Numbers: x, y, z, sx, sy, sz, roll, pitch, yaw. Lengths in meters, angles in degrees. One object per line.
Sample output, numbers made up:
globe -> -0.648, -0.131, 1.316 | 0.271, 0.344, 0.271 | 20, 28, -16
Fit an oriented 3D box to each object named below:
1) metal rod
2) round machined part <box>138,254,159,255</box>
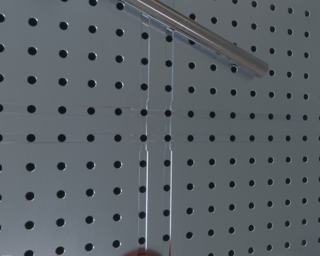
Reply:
metal rod -> 0.025, -0.144, 0.421 | 0.302, 0.025, 0.025 | 23, 82, -19
round machined part -> -0.015, 0.219, 0.399 | 0.099, 0.042, 0.097 | 0, 90, -20
